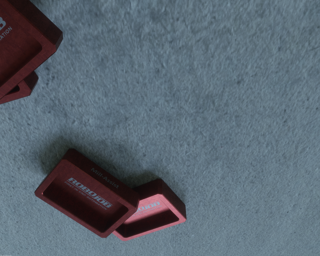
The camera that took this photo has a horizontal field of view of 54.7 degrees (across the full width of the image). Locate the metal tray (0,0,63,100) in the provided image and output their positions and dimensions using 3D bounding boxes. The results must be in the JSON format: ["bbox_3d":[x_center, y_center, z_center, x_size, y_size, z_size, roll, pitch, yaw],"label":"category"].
[{"bbox_3d":[-0.171,-0.077,0.295,0.130,0.030,0.090,-31,124,23],"label":"metal tray"}]

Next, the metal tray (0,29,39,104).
[{"bbox_3d":[-0.206,-0.083,0.329,0.090,0.030,0.129,-14,129,11],"label":"metal tray"}]

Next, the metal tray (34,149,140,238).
[{"bbox_3d":[-0.107,0.101,0.464,0.130,0.030,0.090,38,116,-13],"label":"metal tray"}]

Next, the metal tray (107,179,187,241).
[{"bbox_3d":[-0.033,0.142,0.524,0.130,0.030,0.090,-24,127,19],"label":"metal tray"}]
